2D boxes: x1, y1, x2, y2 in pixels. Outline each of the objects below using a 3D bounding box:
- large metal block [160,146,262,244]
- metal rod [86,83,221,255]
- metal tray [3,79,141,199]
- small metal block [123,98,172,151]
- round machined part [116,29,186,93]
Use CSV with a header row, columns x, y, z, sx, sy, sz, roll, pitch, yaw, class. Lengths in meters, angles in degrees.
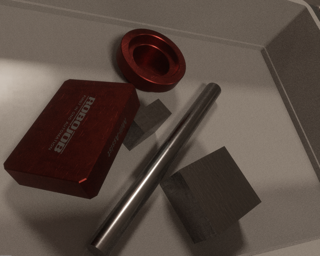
x,y,z,sx,sy,sz,roll,pitch,yaw,class
0.061,0.079,0.376,0.081,0.050,0.080,-22,74,-36,large metal block
0.012,0.030,0.395,0.025,0.025,0.301,40,51,-2,metal rod
-0.085,0.004,0.324,0.090,0.030,0.130,7,50,18,metal tray
-0.020,-0.004,0.383,0.025,0.050,0.050,49,51,5,small metal block
-0.016,-0.091,0.443,0.099,0.042,0.098,14,56,-21,round machined part
